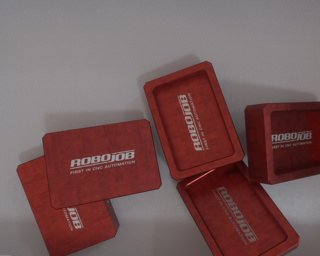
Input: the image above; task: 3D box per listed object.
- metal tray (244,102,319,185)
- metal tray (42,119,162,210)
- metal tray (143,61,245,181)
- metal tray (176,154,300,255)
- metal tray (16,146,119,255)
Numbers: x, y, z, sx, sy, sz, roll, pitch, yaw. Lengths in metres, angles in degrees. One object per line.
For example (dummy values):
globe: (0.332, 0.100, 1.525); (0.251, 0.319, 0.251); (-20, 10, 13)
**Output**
metal tray: (0.164, 0.014, 0.379); (0.131, 0.030, 0.089); (-4, 90, -30)
metal tray: (-0.071, 0.043, 0.386); (0.131, 0.030, 0.090); (-9, 80, -13)
metal tray: (0.041, -0.008, 0.391); (0.090, 0.030, 0.129); (-19, 79, 8)
metal tray: (0.089, 0.103, 0.375); (0.090, 0.030, 0.130); (-30, 56, 0)
metal tray: (-0.119, 0.093, 0.408); (0.090, 0.030, 0.129); (-21, 90, 0)
